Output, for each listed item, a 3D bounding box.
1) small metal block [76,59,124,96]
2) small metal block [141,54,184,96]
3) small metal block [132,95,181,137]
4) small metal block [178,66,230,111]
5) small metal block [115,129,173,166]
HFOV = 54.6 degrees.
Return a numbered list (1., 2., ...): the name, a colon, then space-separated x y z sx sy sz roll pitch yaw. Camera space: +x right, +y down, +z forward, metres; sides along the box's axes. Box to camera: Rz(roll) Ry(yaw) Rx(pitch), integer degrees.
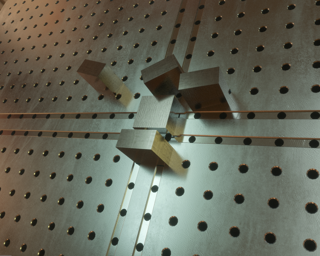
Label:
1. small metal block: -0.095 -0.080 0.493 0.050 0.050 0.025 19 72 35
2. small metal block: 0.009 -0.067 0.430 0.050 0.050 0.025 -25 53 13
3. small metal block: -0.004 -0.017 0.421 0.050 0.025 0.050 1 62 29
4. small metal block: 0.057 -0.048 0.393 0.050 0.050 0.025 -6 59 25
5. small metal block: -0.018 0.024 0.388 0.050 0.050 0.025 1 63 29
